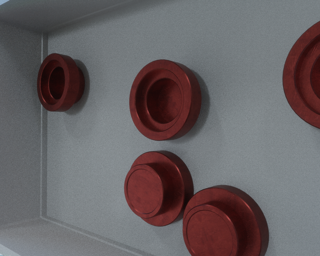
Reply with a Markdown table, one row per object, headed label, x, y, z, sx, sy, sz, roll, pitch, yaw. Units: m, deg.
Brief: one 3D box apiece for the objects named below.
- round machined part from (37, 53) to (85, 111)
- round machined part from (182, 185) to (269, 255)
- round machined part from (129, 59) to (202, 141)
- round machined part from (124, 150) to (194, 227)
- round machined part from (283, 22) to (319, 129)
| label | x | y | z | sx | sy | sz | roll | pitch | yaw |
| --- | --- | --- | --- | --- | --- | --- | --- | --- | --- |
| round machined part | -0.167 | -0.077 | 0.534 | 0.098 | 0.042 | 0.097 | 0 | 90 | 40 |
| round machined part | 0.064 | 0.115 | 0.343 | 0.098 | 0.042 | 0.097 | 0 | 90 | 40 |
| round machined part | 0.011 | -0.033 | 0.387 | 0.098 | 0.042 | 0.097 | 0 | 90 | 40 |
| round machined part | -0.009 | 0.079 | 0.403 | 0.098 | 0.042 | 0.097 | 0 | 90 | 40 |
| round machined part | 0.160 | -0.044 | 0.260 | 0.098 | 0.042 | 0.097 | -2 | 86 | 44 |
